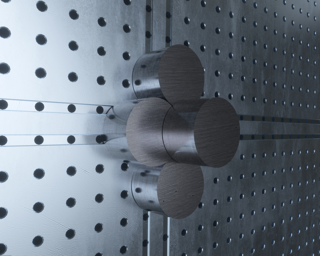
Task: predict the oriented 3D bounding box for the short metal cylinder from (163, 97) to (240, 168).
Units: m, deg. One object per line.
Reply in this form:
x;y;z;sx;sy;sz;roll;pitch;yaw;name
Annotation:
0.050;0.005;0.368;0.081;0.050;0.079;0;90;-40;short metal cylinder

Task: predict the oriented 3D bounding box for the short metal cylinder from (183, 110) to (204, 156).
0.045;0.005;0.429;0.081;0.050;0.079;0;90;-40;short metal cylinder

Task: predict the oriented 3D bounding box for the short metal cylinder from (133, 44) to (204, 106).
0.012;-0.063;0.402;0.081;0.050;0.079;0;90;-41;short metal cylinder

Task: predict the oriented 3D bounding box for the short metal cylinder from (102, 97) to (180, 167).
-0.021;0.004;0.374;0.081;0.050;0.079;0;90;-40;short metal cylinder

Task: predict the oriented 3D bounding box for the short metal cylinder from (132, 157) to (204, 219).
0.011;0.073;0.401;0.081;0.050;0.080;2;87;-40;short metal cylinder
